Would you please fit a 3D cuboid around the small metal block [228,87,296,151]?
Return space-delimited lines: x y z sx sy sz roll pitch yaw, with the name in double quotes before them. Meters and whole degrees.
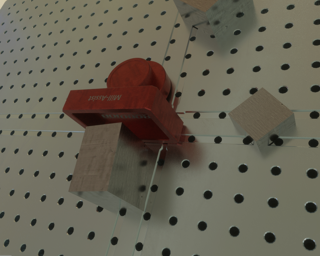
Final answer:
"small metal block" 0.116 -0.010 0.354 0.050 0.025 0.050 -38 51 2

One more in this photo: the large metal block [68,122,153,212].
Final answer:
"large metal block" -0.054 0.049 0.371 0.050 0.080 0.080 -6 59 25

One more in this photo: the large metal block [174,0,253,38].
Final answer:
"large metal block" 0.079 -0.196 0.471 0.080 0.050 0.080 -44 51 -2

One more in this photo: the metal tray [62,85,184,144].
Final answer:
"metal tray" -0.047 -0.014 0.399 0.130 0.090 0.030 1 63 28

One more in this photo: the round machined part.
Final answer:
"round machined part" -0.038 -0.063 0.450 0.098 0.042 0.098 -14 50 18
